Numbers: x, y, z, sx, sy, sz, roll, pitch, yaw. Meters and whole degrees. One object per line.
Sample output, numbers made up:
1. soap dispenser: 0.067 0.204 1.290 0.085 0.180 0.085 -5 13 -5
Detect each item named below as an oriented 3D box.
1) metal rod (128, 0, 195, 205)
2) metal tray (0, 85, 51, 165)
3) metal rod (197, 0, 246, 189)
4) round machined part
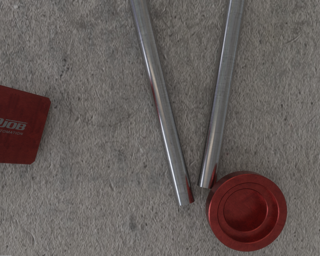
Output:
1. metal rod: 0.000 -0.047 0.409 0.025 0.025 0.298 -13 90 0
2. metal tray: -0.200 -0.007 0.359 0.030 0.131 0.090 15 90 34
3. metal rod: 0.085 -0.070 0.410 0.025 0.025 0.298 9 90 0
4. round machined part: 0.107 0.103 0.400 0.099 0.042 0.097 0 93 -4
